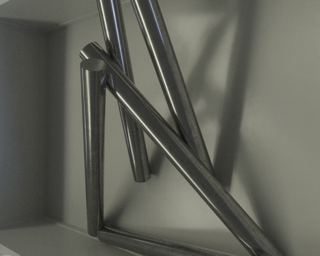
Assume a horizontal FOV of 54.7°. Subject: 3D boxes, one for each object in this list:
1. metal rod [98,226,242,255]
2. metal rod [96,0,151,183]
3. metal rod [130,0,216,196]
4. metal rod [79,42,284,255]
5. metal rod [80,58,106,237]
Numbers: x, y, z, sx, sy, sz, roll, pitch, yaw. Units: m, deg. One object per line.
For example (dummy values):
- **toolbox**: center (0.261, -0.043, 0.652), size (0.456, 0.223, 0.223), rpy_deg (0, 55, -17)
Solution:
- **metal rod**: center (0.019, 0.149, 0.371), size (0.299, 0.025, 0.025), rpy_deg (-8, 85, 46)
- **metal rod**: center (-0.044, -0.063, 0.362), size (0.025, 0.025, 0.298), rpy_deg (16, 126, 39)
- **metal rod**: center (0.008, -0.059, 0.319), size (0.025, 0.025, 0.298), rpy_deg (-6, 111, 40)
- **metal rod**: center (0.020, 0.027, 0.325), size (0.300, 0.025, 0.025), rpy_deg (49, 121, 5)
- **metal rod**: center (-0.084, 0.050, 0.399), size (0.025, 0.025, 0.298), rpy_deg (41, 139, 32)
